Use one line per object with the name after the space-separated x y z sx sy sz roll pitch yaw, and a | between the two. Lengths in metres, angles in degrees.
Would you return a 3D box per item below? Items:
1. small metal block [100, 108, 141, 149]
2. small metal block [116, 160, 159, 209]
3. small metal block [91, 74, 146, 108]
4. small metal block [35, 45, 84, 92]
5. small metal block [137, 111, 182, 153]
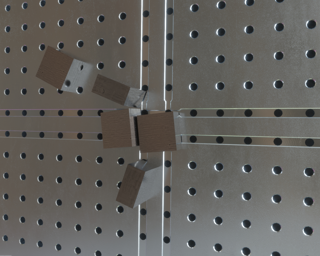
-0.052 0.001 0.424 0.050 0.025 0.050 -6 88 33 | small metal block
-0.028 0.072 0.408 0.025 0.050 0.050 21 97 18 | small metal block
-0.054 -0.049 0.417 0.050 0.050 0.025 24 98 18 | small metal block
-0.150 -0.088 0.464 0.050 0.025 0.050 28 99 17 | small metal block
-0.001 0.006 0.412 0.050 0.025 0.050 -6 88 19 | small metal block
